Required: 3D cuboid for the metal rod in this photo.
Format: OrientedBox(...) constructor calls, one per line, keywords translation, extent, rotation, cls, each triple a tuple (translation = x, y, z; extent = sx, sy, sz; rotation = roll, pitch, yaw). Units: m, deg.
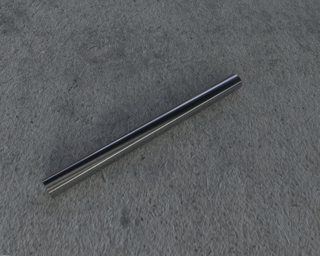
OrientedBox(translation=(-0.006, -0.001, 0.406), extent=(0.302, 0.025, 0.025), rotation=(-30, 57, -23), cls="metal rod")
